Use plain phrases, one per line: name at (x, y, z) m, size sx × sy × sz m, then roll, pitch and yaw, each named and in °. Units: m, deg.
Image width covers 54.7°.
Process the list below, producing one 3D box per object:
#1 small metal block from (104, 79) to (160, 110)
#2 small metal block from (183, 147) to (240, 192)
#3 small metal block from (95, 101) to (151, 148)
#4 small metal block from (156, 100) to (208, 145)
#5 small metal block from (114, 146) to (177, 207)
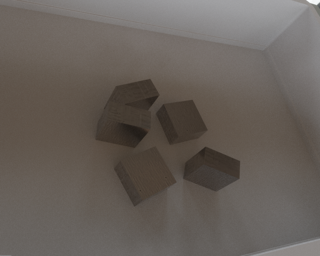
small metal block at (-0.036, -0.033, 0.390) m, size 0.050 × 0.050 × 0.025 m, roll -19°, pitch 72°, yaw -35°
small metal block at (0.065, 0.053, 0.392) m, size 0.050 × 0.050 × 0.025 m, roll 23°, pitch 53°, yaw -15°
small metal block at (-0.044, -0.003, 0.367) m, size 0.050 × 0.050 × 0.025 m, roll 13°, pitch 56°, yaw -21°
small metal block at (0.030, -0.009, 0.427) m, size 0.050 × 0.025 × 0.050 m, roll -11°, pitch 68°, yaw -33°
small metal block at (-0.017, 0.056, 0.362) m, size 0.050 × 0.025 × 0.050 m, roll -21°, pitch 73°, yaw -36°
